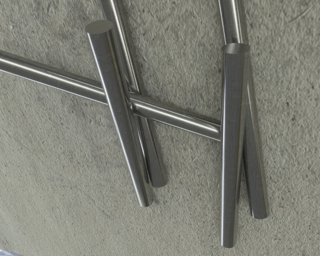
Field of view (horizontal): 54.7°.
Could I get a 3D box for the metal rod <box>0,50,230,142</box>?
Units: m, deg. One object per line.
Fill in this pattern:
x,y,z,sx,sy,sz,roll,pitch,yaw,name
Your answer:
-0.061,-0.039,0.372,0.302,0.025,0.025,18,127,2,metal rod

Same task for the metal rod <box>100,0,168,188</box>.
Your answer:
-0.032,-0.051,0.390,0.025,0.025,0.298,1,119,27,metal rod

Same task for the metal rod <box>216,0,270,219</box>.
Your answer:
0.095,-0.020,0.343,0.025,0.025,0.298,-1,118,28,metal rod

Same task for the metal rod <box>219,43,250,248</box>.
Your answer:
0.084,0.047,0.368,0.025,0.025,0.298,10,130,22,metal rod

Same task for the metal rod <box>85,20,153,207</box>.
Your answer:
-0.038,0.012,0.381,0.025,0.025,0.298,14,141,20,metal rod
